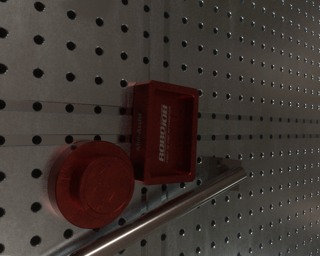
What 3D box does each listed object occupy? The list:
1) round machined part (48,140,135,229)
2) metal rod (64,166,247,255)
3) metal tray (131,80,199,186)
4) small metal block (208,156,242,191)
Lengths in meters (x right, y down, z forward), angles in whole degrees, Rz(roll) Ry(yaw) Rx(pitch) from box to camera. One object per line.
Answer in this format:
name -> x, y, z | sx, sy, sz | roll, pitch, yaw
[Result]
round machined part -> -0.067, 0.063, 0.343 | 0.099, 0.042, 0.097 | 0, 90, -40
metal rod -> 0.005, 0.112, 0.397 | 0.302, 0.025, 0.025 | -19, 103, -33
metal tray -> 0.008, 0.007, 0.414 | 0.091, 0.030, 0.129 | 4, 87, -40
small metal block -> 0.104, 0.074, 0.500 | 0.050, 0.025, 0.050 | 12, 82, -40
